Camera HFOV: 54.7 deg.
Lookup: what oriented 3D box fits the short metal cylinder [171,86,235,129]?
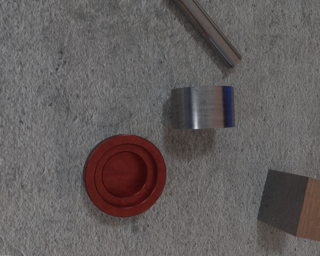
[{"bbox_3d":[0.055,-0.025,0.400,0.081,0.080,0.050,-3,91,-20],"label":"short metal cylinder"}]

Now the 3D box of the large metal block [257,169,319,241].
[{"bbox_3d":[0.196,0.110,0.452,0.050,0.080,0.080,17,85,-19],"label":"large metal block"}]

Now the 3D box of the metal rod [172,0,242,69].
[{"bbox_3d":[0.008,-0.199,0.411,0.300,0.025,0.025,46,76,-14],"label":"metal rod"}]

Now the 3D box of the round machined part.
[{"bbox_3d":[-0.045,0.056,0.383,0.099,0.042,0.097,0,90,-20],"label":"round machined part"}]
